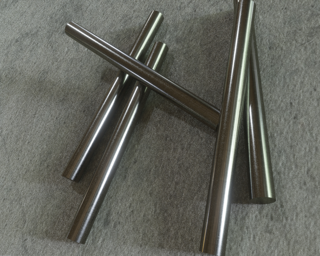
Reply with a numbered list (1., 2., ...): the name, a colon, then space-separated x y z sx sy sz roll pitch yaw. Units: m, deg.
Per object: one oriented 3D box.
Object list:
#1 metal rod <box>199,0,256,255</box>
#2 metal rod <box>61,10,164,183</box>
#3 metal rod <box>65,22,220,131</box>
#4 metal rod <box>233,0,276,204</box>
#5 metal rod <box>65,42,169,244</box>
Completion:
1. metal rod: 0.080 -0.016 0.348 0.025 0.025 0.299 2 69 29
2. metal rod: -0.064 -0.059 0.471 0.025 0.025 0.300 12 68 33
3. metal rod: -0.035 -0.083 0.436 0.300 0.025 0.025 35 81 27
4. metal rod: 0.111 -0.058 0.380 0.025 0.025 0.299 -10 57 23
5. metal rod: -0.050 0.005 0.425 0.025 0.025 0.300 9 66 31
